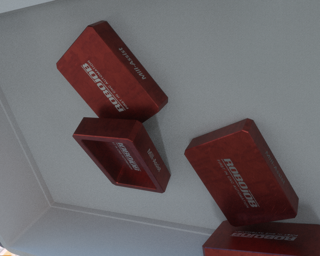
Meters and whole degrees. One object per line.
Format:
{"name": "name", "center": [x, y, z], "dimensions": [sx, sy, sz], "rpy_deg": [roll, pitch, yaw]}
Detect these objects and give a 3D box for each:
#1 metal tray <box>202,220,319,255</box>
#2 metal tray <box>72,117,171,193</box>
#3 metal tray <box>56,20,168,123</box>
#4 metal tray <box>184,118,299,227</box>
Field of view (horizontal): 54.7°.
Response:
{"name": "metal tray", "center": [0.130, 0.148, 0.384], "dimensions": [0.130, 0.091, 0.030], "rpy_deg": [-7, 93, 30]}
{"name": "metal tray", "center": [-0.048, 0.040, 0.424], "dimensions": [0.090, 0.030, 0.130], "rpy_deg": [4, 143, 26]}
{"name": "metal tray", "center": [-0.063, -0.059, 0.402], "dimensions": [0.090, 0.030, 0.130], "rpy_deg": [-33, 100, 38]}
{"name": "metal tray", "center": [0.102, 0.061, 0.389], "dimensions": [0.090, 0.030, 0.130], "rpy_deg": [-24, 106, 36]}
